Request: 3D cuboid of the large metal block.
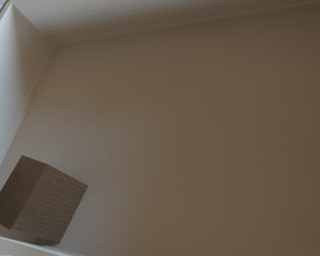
[{"bbox_3d":[-0.151,0.091,0.394,0.050,0.080,0.080,11,68,33],"label":"large metal block"}]
